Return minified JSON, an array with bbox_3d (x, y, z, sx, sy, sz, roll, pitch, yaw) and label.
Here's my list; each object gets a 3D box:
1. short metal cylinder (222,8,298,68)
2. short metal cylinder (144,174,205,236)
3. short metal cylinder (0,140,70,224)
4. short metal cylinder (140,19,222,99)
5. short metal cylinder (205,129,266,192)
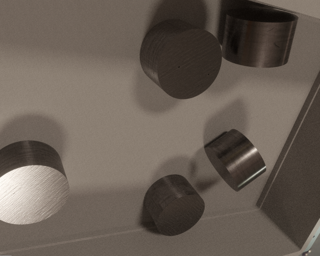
[{"bbox_3d":[0.117,-0.110,0.371,0.081,0.080,0.050,-13,124,-22],"label":"short metal cylinder"},{"bbox_3d":[0.022,0.119,0.480,0.081,0.050,0.079,-14,125,-21],"label":"short metal cylinder"},{"bbox_3d":[-0.149,0.061,0.350,0.081,0.050,0.079,-14,125,-21],"label":"short metal cylinder"},{"bbox_3d":[0.023,-0.080,0.357,0.081,0.050,0.079,-14,125,-21],"label":"short metal cylinder"},{"bbox_3d":[0.112,0.048,0.467,0.050,0.080,0.080,-35,129,-6],"label":"short metal cylinder"}]
